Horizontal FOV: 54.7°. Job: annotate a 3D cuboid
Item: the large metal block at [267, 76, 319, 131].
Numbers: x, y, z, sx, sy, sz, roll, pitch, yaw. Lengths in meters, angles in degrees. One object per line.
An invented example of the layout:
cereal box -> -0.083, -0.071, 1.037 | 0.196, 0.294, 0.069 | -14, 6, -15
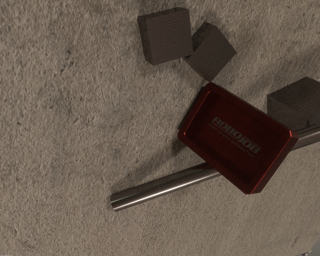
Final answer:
large metal block -> 0.226, -0.030, 0.479 | 0.081, 0.080, 0.050 | -25, 128, -14

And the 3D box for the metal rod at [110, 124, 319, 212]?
metal rod -> 0.076, 0.056, 0.432 | 0.301, 0.025, 0.025 | -20, 128, 3

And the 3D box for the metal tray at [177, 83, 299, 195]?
metal tray -> 0.093, 0.010, 0.396 | 0.030, 0.130, 0.090 | 10, 114, -51

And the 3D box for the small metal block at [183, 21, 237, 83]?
small metal block -> 0.059, -0.093, 0.383 | 0.050, 0.025, 0.050 | -49, 130, 6

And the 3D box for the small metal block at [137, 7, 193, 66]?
small metal block -> 0.007, -0.103, 0.346 | 0.050, 0.025, 0.050 | -20, 122, -17
